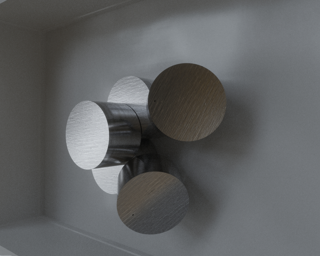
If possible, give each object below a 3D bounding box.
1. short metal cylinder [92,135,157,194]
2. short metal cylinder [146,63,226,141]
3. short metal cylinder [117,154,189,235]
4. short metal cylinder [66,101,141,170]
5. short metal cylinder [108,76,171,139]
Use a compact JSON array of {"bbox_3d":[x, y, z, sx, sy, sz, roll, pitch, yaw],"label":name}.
[{"bbox_3d":[-0.050,0.047,0.428,0.080,0.050,0.079,0,90,39],"label":"short metal cylinder"},{"bbox_3d":[0.026,-0.026,0.339,0.081,0.050,0.079,0,89,-5],"label":"short metal cylinder"},{"bbox_3d":[-0.010,0.077,0.367,0.050,0.081,0.079,-112,39,-71],"label":"short metal cylinder"},{"bbox_3d":[-0.070,0.008,0.377,0.080,0.050,0.079,0,90,39],"label":"short metal cylinder"},{"bbox_3d":[-0.024,-0.025,0.406,0.080,0.050,0.079,0,90,39],"label":"short metal cylinder"}]
